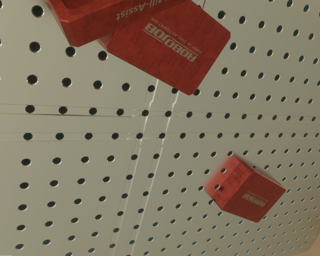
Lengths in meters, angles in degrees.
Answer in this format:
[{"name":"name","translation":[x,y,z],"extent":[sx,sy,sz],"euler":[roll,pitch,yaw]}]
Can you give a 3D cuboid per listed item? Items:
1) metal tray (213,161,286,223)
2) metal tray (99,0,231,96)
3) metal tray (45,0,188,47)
[{"name":"metal tray","translation":[0.170,0.124,0.581],"extent":[0.131,0.030,0.090],"euler":[29,102,-38]},{"name":"metal tray","translation":[0.009,-0.102,0.351],"extent":[0.131,0.030,0.090],"euler":[23,106,-37]},{"name":"metal tray","translation":[-0.036,-0.133,0.265],"extent":[0.131,0.090,0.030],"euler":[-27,159,-12]}]
